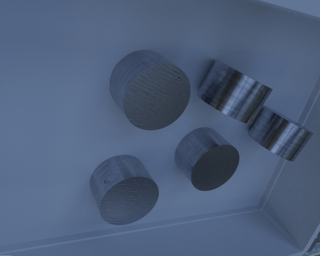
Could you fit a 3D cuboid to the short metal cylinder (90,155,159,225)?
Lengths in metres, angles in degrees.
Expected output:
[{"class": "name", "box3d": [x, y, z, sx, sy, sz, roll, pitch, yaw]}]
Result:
[{"class": "short metal cylinder", "box3d": [-0.049, 0.083, 0.417, 0.081, 0.050, 0.079, -14, 124, -21]}]

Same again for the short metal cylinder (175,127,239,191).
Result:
[{"class": "short metal cylinder", "box3d": [0.069, 0.046, 0.458, 0.081, 0.050, 0.079, -14, 124, -21]}]

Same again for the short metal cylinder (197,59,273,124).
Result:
[{"class": "short metal cylinder", "box3d": [0.094, -0.047, 0.395, 0.081, 0.080, 0.050, 16, 110, -35]}]

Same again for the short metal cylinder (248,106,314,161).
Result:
[{"class": "short metal cylinder", "box3d": [0.185, 0.008, 0.479, 0.081, 0.080, 0.050, 17, 109, -35]}]

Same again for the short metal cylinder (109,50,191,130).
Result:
[{"class": "short metal cylinder", "box3d": [-0.012, -0.044, 0.358, 0.081, 0.050, 0.079, -14, 124, -21]}]
